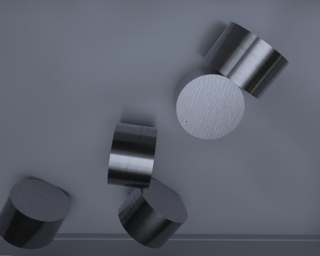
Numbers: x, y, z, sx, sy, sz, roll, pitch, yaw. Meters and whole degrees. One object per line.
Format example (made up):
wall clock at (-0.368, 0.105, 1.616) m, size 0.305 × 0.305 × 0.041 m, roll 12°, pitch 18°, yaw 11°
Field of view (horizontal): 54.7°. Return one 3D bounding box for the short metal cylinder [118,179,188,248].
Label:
short metal cylinder at (-0.009, 0.115, 0.424) m, size 0.080 × 0.080 × 0.050 m, roll 34°, pitch 106°, yaw -12°

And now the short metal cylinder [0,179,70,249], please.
short metal cylinder at (-0.171, 0.116, 0.422) m, size 0.080 × 0.080 × 0.050 m, roll 28°, pitch 108°, yaw -10°

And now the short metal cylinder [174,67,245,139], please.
short metal cylinder at (0.059, -0.032, 0.387) m, size 0.081 × 0.050 × 0.079 m, roll 0°, pitch 110°, yaw -1°

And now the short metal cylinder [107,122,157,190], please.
short metal cylinder at (-0.035, 0.035, 0.395) m, size 0.050 × 0.080 × 0.079 m, roll 8°, pitch 110°, yaw -4°

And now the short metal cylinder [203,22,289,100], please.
short metal cylinder at (0.097, -0.077, 0.355) m, size 0.080 × 0.080 × 0.050 m, roll 33°, pitch 107°, yaw -12°
